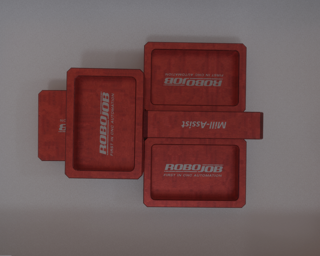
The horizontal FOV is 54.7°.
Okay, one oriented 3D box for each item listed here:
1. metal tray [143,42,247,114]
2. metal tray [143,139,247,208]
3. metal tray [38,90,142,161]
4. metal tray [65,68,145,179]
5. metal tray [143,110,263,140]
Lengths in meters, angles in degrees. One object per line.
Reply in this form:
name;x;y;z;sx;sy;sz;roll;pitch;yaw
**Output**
metal tray;0.045;-0.064;0.408;0.131;0.030;0.089;1;90;-1
metal tray;0.045;0.056;0.408;0.131;0.030;0.089;1;90;-1
metal tray;-0.088;-0.003;0.405;0.131;0.030;0.089;0;90;-1
metal tray;-0.065;-0.005;0.376;0.091;0.030;0.129;1;90;-1
metal tray;0.047;-0.004;0.377;0.131;0.090;0.030;1;90;-1
